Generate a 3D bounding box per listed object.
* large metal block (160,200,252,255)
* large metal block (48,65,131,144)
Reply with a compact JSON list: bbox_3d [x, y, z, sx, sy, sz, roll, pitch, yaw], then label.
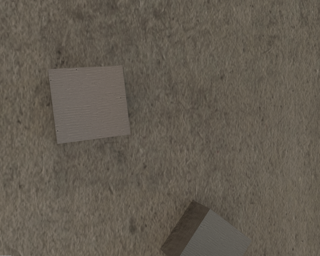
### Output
[{"bbox_3d":[0.062,0.158,0.420,0.080,0.050,0.080,40,77,-16],"label":"large metal block"},{"bbox_3d":[-0.085,-0.028,0.365,0.081,0.050,0.079,-7,93,-20],"label":"large metal block"}]
